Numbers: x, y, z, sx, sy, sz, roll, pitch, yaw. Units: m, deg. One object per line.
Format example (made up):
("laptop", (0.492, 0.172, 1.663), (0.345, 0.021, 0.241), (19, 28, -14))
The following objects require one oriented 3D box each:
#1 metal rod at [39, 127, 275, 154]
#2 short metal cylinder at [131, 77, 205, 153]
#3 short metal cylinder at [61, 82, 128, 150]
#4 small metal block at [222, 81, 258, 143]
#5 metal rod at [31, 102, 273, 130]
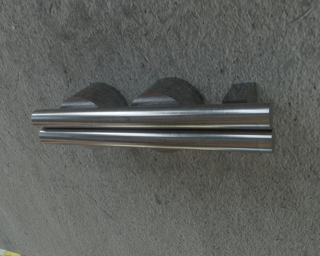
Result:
("metal rod", (-0.026, 0.011, 0.363), (0.300, 0.025, 0.025), (0, 119, 28))
("short metal cylinder", (0.010, -0.016, 0.378), (0.080, 0.050, 0.079), (13, 124, 21))
("short metal cylinder", (-0.089, -0.017, 0.427), (0.080, 0.050, 0.079), (13, 124, 21))
("small metal block", (0.090, -0.017, 0.336), (0.025, 0.050, 0.050), (-2, 117, 29))
("metal rod", (-0.032, -0.012, 0.352), (0.300, 0.025, 0.025), (0, 119, 28))
